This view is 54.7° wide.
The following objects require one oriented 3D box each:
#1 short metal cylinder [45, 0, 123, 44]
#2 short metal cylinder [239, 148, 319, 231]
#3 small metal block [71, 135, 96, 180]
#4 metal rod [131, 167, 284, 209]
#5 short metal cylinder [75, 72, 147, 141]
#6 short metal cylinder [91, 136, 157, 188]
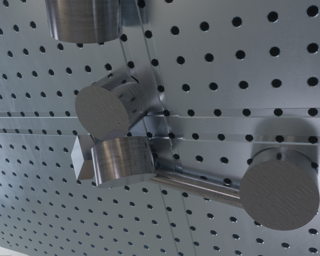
[{"bbox_3d":[-0.082,-0.129,0.339,0.080,0.080,0.050,16,125,19],"label":"short metal cylinder"},{"bbox_3d":[0.136,0.067,0.351,0.080,0.050,0.079,6,104,24],"label":"short metal cylinder"},{"bbox_3d":[-0.117,0.046,0.484,0.050,0.025,0.050,-61,41,39],"label":"small metal block"},{"bbox_3d":[0.041,0.080,0.438,0.301,0.025,0.025,12,123,21],"label":"metal rod"},{"bbox_3d":[-0.064,-0.028,0.411,0.080,0.050,0.079,13,124,21],"label":"short metal cylinder"},{"bbox_3d":[-0.049,0.048,0.420,0.080,0.081,0.050,-25,69,37],"label":"short metal cylinder"}]
